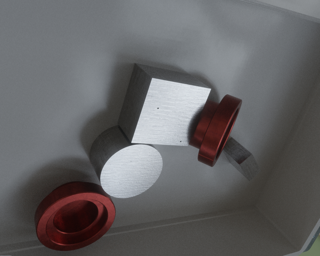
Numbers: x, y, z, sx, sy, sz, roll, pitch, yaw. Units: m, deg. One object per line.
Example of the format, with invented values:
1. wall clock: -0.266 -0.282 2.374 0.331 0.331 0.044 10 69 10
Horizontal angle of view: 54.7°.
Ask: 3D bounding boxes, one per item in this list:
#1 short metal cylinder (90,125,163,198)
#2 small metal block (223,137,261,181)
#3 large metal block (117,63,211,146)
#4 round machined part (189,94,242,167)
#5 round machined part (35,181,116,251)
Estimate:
1. short metal cylinder: -0.044 0.042 0.396 0.081 0.050 0.079 -14 125 -21
2. small metal block: 0.130 0.050 0.497 0.025 0.050 0.050 -40 130 -2
3. large metal block: 0.003 -0.027 0.379 0.081 0.050 0.079 5 116 -31
4. round machined part: 0.071 0.000 0.417 0.098 0.042 0.098 -57 162 -30
5. round machined part: -0.112 0.109 0.405 0.099 0.042 0.097 -14 125 -21
